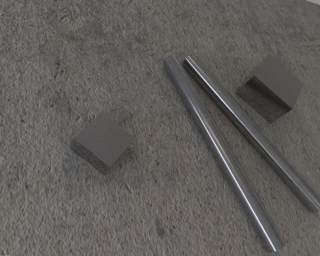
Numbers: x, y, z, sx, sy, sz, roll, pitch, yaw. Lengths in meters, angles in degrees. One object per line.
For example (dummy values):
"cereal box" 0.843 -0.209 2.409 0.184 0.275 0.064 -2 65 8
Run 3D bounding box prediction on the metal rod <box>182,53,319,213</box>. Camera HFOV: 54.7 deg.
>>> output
"metal rod" 0.140 0.003 0.476 0.025 0.025 0.300 -34 81 -38

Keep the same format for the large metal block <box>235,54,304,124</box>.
"large metal block" 0.189 -0.068 0.531 0.080 0.050 0.080 42 51 0

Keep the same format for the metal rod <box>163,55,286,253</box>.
"metal rod" 0.082 0.024 0.432 0.025 0.025 0.299 -16 70 -34

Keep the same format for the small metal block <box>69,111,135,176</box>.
"small metal block" -0.066 0.017 0.358 0.050 0.025 0.050 40 51 -1
